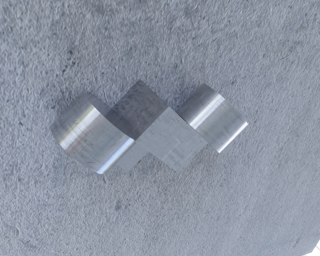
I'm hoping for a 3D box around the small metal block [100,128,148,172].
[{"bbox_3d":[-0.045,0.022,0.398,0.050,0.025,0.050,-46,129,4],"label":"small metal block"}]

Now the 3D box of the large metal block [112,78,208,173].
[{"bbox_3d":[-0.002,-0.004,0.371,0.050,0.080,0.080,-47,130,4],"label":"large metal block"}]

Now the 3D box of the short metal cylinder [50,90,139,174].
[{"bbox_3d":[-0.070,0.004,0.337,0.050,0.080,0.080,-46,129,4],"label":"short metal cylinder"}]

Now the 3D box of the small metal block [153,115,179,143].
[{"bbox_3d":[0.026,0.016,0.433,0.050,0.025,0.050,-46,129,4],"label":"small metal block"}]

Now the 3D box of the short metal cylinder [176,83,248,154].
[{"bbox_3d":[0.066,-0.012,0.402,0.050,0.080,0.080,-46,129,4],"label":"short metal cylinder"}]
